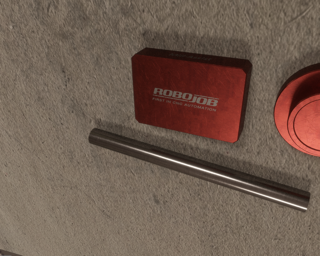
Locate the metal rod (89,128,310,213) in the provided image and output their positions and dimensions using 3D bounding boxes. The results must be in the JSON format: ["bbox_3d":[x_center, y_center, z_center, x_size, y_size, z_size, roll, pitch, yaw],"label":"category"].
[{"bbox_3d":[0.038,0.050,0.416,0.301,0.025,0.025,16,125,18],"label":"metal rod"}]

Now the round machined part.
[{"bbox_3d":[0.163,-0.011,0.303,0.098,0.042,0.097,13,124,20],"label":"round machined part"}]

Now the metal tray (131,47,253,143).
[{"bbox_3d":[0.033,-0.040,0.361,0.130,0.030,0.089,12,124,21],"label":"metal tray"}]
